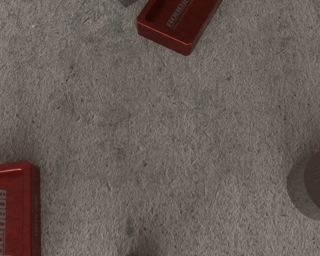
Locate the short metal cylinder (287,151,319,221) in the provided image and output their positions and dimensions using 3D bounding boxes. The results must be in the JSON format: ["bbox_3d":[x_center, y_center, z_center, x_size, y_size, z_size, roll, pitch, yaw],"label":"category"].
[{"bbox_3d":[0.202,0.069,0.371,0.081,0.050,0.080,0,70,0],"label":"short metal cylinder"}]

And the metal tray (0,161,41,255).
[{"bbox_3d":[-0.191,0.110,0.363,0.091,0.030,0.130,-8,70,-3],"label":"metal tray"}]

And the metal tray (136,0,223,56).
[{"bbox_3d":[0.034,-0.183,0.472,0.090,0.030,0.130,27,72,9],"label":"metal tray"}]

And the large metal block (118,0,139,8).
[{"bbox_3d":[-0.038,-0.244,0.468,0.080,0.080,0.050,-34,74,-12],"label":"large metal block"}]

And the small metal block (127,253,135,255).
[{"bbox_3d":[-0.022,0.163,0.335,0.050,0.050,0.025,36,74,12],"label":"small metal block"}]
